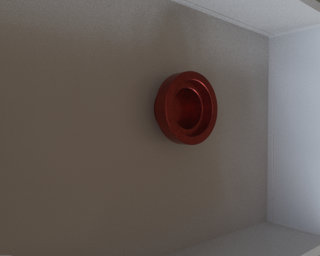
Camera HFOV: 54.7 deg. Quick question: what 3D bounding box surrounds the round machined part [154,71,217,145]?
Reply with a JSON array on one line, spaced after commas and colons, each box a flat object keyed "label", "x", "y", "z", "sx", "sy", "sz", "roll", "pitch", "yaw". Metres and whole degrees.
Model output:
[{"label": "round machined part", "x": 0.031, "y": -0.026, "z": 0.424, "sx": 0.099, "sy": 0.042, "sz": 0.097, "roll": 0, "pitch": 90, "yaw": -40}]
